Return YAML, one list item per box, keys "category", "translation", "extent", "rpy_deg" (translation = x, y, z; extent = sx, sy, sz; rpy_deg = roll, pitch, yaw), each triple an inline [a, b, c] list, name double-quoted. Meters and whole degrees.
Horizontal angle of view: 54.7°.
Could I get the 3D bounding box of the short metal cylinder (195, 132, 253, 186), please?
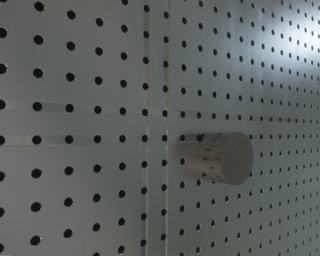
- category: "short metal cylinder"
  translation: [0.100, 0.046, 0.480]
  extent: [0.081, 0.050, 0.079]
  rpy_deg: [0, 90, -40]
